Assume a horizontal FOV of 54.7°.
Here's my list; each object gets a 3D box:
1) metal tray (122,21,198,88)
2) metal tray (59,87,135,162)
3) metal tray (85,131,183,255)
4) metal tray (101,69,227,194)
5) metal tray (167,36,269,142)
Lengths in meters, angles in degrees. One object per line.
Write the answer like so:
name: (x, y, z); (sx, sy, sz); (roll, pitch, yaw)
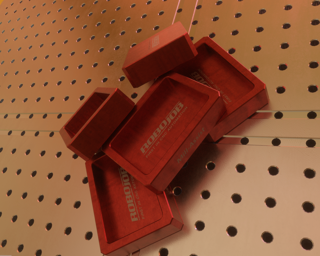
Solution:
metal tray: (-0.001, -0.106, 0.431); (0.090, 0.030, 0.130); (-27, 23, 11)
metal tray: (-0.090, -0.012, 0.418); (0.090, 0.030, 0.130); (-51, 22, -8)
metal tray: (-0.037, 0.076, 0.376); (0.090, 0.030, 0.130); (-29, 52, 9)
metal tray: (0.003, 0.000, 0.364); (0.090, 0.030, 0.130); (32, 79, 37)
metal tray: (0.064, -0.055, 0.404); (0.090, 0.030, 0.130); (-37, 51, 3)
